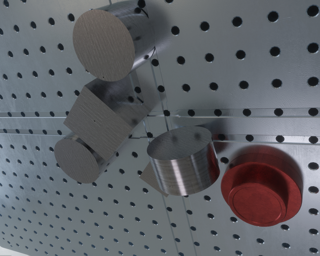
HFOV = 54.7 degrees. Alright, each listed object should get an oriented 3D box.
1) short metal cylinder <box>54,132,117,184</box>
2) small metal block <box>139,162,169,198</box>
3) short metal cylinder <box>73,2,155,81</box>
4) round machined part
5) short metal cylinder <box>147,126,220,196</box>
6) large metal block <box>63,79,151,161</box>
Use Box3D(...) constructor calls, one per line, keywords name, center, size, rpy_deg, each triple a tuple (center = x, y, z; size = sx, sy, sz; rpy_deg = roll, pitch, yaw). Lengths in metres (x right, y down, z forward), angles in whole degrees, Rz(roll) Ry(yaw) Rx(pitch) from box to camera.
Box3D(name="short metal cylinder", center=(-0.114, 0.039, 0.479), size=(0.080, 0.050, 0.079), rpy_deg=(13, 124, 21))
Box3D(name="small metal block", center=(0.005, 0.065, 0.449), size=(0.050, 0.025, 0.050), rpy_deg=(36, 129, 4))
Box3D(name="short metal cylinder", center=(-0.053, -0.101, 0.361), size=(0.080, 0.050, 0.079), rpy_deg=(13, 124, 21))
Box3D(name="round machined part", center=(0.124, 0.084, 0.386), size=(0.098, 0.042, 0.097), rpy_deg=(13, 124, 21))
Box3D(name="short metal cylinder", center=(0.030, 0.038, 0.384), size=(0.080, 0.080, 0.050), rpy_deg=(-3, 117, 29))
Box3D(name="large metal block", center=(-0.073, -0.015, 0.425), size=(0.080, 0.050, 0.080), rpy_deg=(42, 129, -1))
